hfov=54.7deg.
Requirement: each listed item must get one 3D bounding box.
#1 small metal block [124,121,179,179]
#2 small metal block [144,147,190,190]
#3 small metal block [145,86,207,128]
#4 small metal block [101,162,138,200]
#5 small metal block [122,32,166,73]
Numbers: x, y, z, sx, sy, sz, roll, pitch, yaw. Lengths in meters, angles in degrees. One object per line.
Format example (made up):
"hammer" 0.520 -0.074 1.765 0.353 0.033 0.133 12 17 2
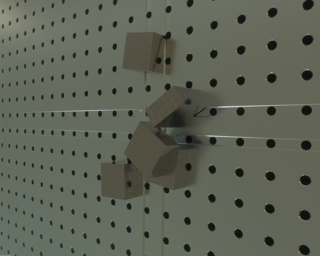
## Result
"small metal block" -0.012 0.026 0.385 0.050 0.025 0.050 42 115 31
"small metal block" 0.008 0.048 0.401 0.050 0.025 0.050 11 97 39
"small metal block" 0.020 -0.024 0.375 0.050 0.050 0.025 -38 67 33
"small metal block" -0.061 0.076 0.457 0.050 0.025 0.050 -2 89 39
"small metal block" -0.023 -0.104 0.426 0.050 0.025 0.050 13 98 39
